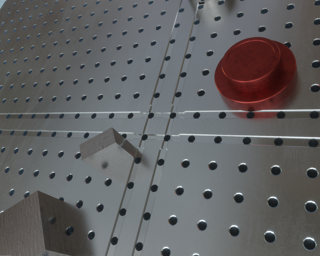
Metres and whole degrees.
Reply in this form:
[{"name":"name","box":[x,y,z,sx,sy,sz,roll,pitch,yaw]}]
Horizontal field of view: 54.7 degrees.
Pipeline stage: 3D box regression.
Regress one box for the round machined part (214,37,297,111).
[{"name":"round machined part","box":[0.115,-0.073,0.382,0.098,0.042,0.098,-13,56,21]}]

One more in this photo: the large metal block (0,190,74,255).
[{"name":"large metal block","box":[-0.165,0.140,0.393,0.080,0.050,0.080,-32,52,7]}]

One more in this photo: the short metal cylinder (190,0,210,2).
[{"name":"short metal cylinder","box":[0.072,-0.257,0.512,0.080,0.050,0.080,-13,56,21]}]

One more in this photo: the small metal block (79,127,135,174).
[{"name":"small metal block","box":[-0.069,0.031,0.409,0.050,0.050,0.025,-28,52,11]}]
